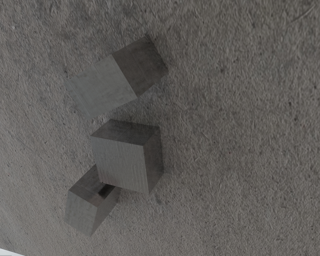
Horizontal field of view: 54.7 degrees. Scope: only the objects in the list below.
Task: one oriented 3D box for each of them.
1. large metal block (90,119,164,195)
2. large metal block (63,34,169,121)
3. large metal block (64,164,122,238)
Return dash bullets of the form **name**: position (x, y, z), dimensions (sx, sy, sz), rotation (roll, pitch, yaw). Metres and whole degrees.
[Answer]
- **large metal block**: position (-0.044, 0.039, 0.438), dimensions (0.080, 0.050, 0.079), rotation (9, 123, 23)
- **large metal block**: position (-0.049, -0.059, 0.360), dimensions (0.080, 0.080, 0.050), rotation (-20, 108, 35)
- **large metal block**: position (-0.104, 0.111, 0.495), dimensions (0.050, 0.080, 0.079), rotation (28, 128, 10)
